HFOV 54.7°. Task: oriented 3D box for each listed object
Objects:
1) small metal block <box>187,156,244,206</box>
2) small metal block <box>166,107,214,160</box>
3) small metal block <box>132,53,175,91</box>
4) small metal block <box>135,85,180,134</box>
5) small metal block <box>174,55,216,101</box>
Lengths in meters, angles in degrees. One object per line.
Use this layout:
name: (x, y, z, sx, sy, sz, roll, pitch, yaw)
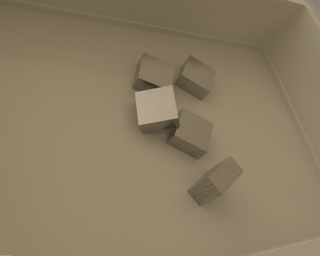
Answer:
small metal block: (0.069, 0.067, 0.388, 0.050, 0.050, 0.025, -34, 81, -38)
small metal block: (0.042, 0.007, 0.425, 0.050, 0.025, 0.050, 28, 52, -11)
small metal block: (-0.009, -0.074, 0.448, 0.050, 0.025, 0.050, 20, 54, -17)
small metal block: (-0.003, -0.024, 0.405, 0.050, 0.025, 0.050, -10, 62, 3)
small metal block: (0.056, -0.079, 0.486, 0.050, 0.025, 0.050, 30, 52, -10)
